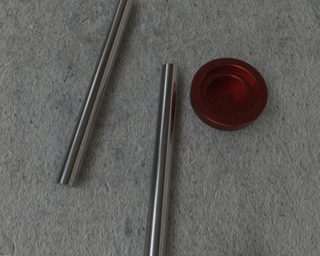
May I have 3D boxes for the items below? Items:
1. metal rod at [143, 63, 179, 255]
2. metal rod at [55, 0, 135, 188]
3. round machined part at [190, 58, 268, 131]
[{"bbox_3d":[0.002,0.055,0.388,0.025,0.025,0.299,5,70,1],"label":"metal rod"},{"bbox_3d":[-0.083,-0.066,0.431,0.025,0.025,0.299,12,70,4],"label":"metal rod"},{"bbox_3d":[0.089,-0.041,0.415,0.099,0.042,0.098,0,70,-1],"label":"round machined part"}]
